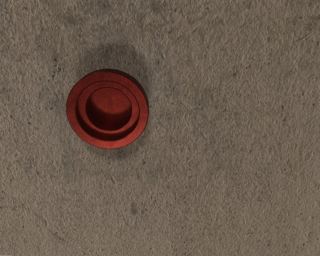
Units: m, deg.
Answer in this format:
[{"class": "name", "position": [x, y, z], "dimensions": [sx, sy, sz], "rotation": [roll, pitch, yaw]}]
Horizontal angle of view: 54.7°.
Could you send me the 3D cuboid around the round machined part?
[{"class": "round machined part", "position": [-0.063, -0.026, 0.390], "dimensions": [0.099, 0.042, 0.097], "rotation": [0, 110, -1]}]
